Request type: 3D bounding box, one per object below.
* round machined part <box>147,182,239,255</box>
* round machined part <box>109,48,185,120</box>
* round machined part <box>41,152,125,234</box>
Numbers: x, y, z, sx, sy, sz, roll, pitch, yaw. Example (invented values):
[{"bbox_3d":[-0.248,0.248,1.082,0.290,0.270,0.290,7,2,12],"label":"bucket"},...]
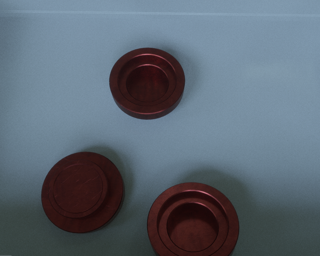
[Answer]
[{"bbox_3d":[0.036,0.114,0.348,0.099,0.042,0.098,-3,51,3],"label":"round machined part"},{"bbox_3d":[-0.017,-0.056,0.421,0.099,0.042,0.098,0,70,0],"label":"round machined part"},{"bbox_3d":[-0.093,0.075,0.372,0.099,0.042,0.098,0,70,0],"label":"round machined part"}]
